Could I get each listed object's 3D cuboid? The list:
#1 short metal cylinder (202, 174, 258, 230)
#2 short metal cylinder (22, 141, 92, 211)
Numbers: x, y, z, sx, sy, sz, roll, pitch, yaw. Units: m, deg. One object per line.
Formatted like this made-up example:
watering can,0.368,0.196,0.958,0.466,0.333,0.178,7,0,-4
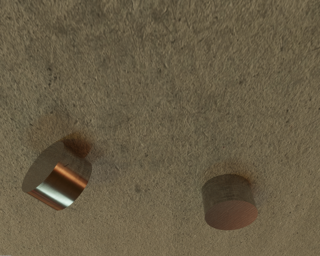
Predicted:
short metal cylinder,0.109,0.119,0.493,0.081,0.050,0.079,0,130,0
short metal cylinder,-0.141,0.065,0.425,0.080,0.080,0.050,-31,124,23
